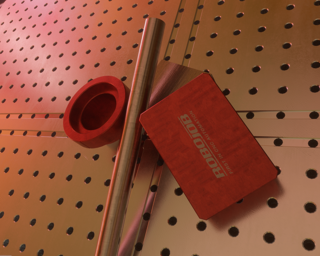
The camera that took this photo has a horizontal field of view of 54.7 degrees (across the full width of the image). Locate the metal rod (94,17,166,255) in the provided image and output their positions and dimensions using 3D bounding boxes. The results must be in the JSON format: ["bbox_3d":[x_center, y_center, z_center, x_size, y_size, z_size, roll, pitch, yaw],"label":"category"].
[{"bbox_3d":[-0.034,0.015,0.362,0.025,0.025,0.299,6,80,31],"label":"metal rod"}]

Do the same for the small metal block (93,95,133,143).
[{"bbox_3d":[-0.069,-0.013,0.449,0.050,0.025,0.050,-20,54,16],"label":"small metal block"}]

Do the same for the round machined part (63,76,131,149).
[{"bbox_3d":[-0.075,-0.017,0.407,0.098,0.042,0.098,-15,55,23],"label":"round machined part"}]

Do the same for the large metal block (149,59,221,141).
[{"bbox_3d":[0.020,-0.033,0.398,0.080,0.050,0.080,25,75,36],"label":"large metal block"}]

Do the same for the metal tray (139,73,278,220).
[{"bbox_3d":[0.049,0.018,0.331,0.090,0.030,0.130,-34,76,6],"label":"metal tray"}]
